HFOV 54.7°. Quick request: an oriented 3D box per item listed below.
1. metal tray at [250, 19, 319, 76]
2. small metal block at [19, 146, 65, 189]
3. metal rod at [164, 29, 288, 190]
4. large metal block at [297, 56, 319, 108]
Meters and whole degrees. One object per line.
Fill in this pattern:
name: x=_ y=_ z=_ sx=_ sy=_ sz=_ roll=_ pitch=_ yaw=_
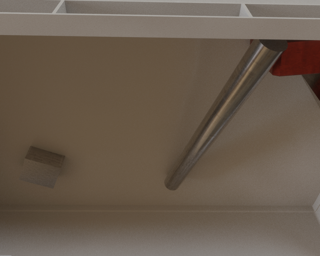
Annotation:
metal tray: x=0.162 y=-0.082 z=0.296 sx=0.131 sy=0.090 sz=0.030 roll=-4 pitch=117 yaw=3
small metal block: x=-0.174 y=0.059 z=0.457 sx=0.050 sy=0.025 sz=0.050 roll=19 pitch=127 yaw=-17
metal rod: x=0.053 y=0.009 z=0.361 sx=0.025 sy=0.025 sz=0.298 roll=10 pitch=147 yaw=-9
large metal block: x=0.207 y=-0.034 z=0.347 sx=0.050 sy=0.080 sz=0.080 roll=-31 pitch=124 yaw=23
